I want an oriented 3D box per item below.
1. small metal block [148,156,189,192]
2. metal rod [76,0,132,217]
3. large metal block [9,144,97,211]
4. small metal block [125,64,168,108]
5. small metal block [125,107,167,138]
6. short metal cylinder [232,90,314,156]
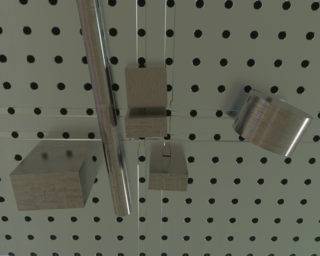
[{"bbox_3d":[0.011,0.061,0.423,0.050,0.050,0.025,3,110,-2],"label":"small metal block"},{"bbox_3d":[-0.069,-0.016,0.406,0.025,0.025,0.298,-6,110,2],"label":"metal rod"},{"bbox_3d":[-0.134,0.062,0.405,0.081,0.080,0.050,-3,110,0],"label":"large metal block"},{"bbox_3d":[-0.017,-0.054,0.393,0.050,0.025,0.050,-2,110,0],"label":"small metal block"},{"bbox_3d":[-0.017,-0.009,0.397,0.050,0.050,0.025,-2,110,0],"label":"small metal block"},{"bbox_3d":[0.138,-0.008,0.383,0.080,0.080,0.050,20,109,-8],"label":"short metal cylinder"}]
